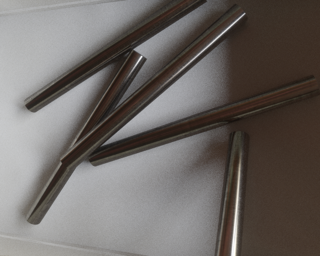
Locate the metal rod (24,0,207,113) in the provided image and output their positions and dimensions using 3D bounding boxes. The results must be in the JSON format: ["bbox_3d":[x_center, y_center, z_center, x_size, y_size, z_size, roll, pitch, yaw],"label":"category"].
[{"bbox_3d":[-0.073,-0.103,0.434,0.300,0.025,0.025,-28,81,17],"label":"metal rod"}]

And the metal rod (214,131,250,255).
[{"bbox_3d":[0.064,0.132,0.297,0.025,0.025,0.300,2,54,20],"label":"metal rod"}]

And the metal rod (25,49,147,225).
[{"bbox_3d":[-0.112,0.020,0.448,0.025,0.025,0.299,38,102,15],"label":"metal rod"}]

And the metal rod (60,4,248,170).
[{"bbox_3d":[-0.015,-0.046,0.402,0.300,0.025,0.025,-40,78,10],"label":"metal rod"}]

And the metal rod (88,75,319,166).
[{"bbox_3d":[0.040,-0.003,0.395,0.300,0.025,0.025,-19,84,18],"label":"metal rod"}]
